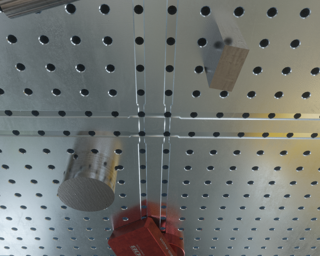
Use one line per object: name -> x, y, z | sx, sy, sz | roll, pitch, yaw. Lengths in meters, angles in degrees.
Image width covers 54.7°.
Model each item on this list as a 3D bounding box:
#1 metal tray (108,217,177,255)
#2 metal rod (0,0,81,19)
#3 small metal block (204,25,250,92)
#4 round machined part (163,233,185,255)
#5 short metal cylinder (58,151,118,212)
metal tray -> -0.025, 0.238, 0.579 | 0.090, 0.030, 0.130 | -27, 102, 20
metal rod -> -0.005, -0.150, 0.283 | 0.301, 0.025, 0.025 | -11, 129, 9
small metal block -> 0.069, -0.075, 0.332 | 0.025, 0.050, 0.050 | 9, 130, -8
round machined part -> 0.000, 0.254, 0.617 | 0.099, 0.042, 0.097 | 0, 130, 0
short metal cylinder -> -0.106, 0.080, 0.462 | 0.081, 0.050, 0.079 | 0, 130, 0
